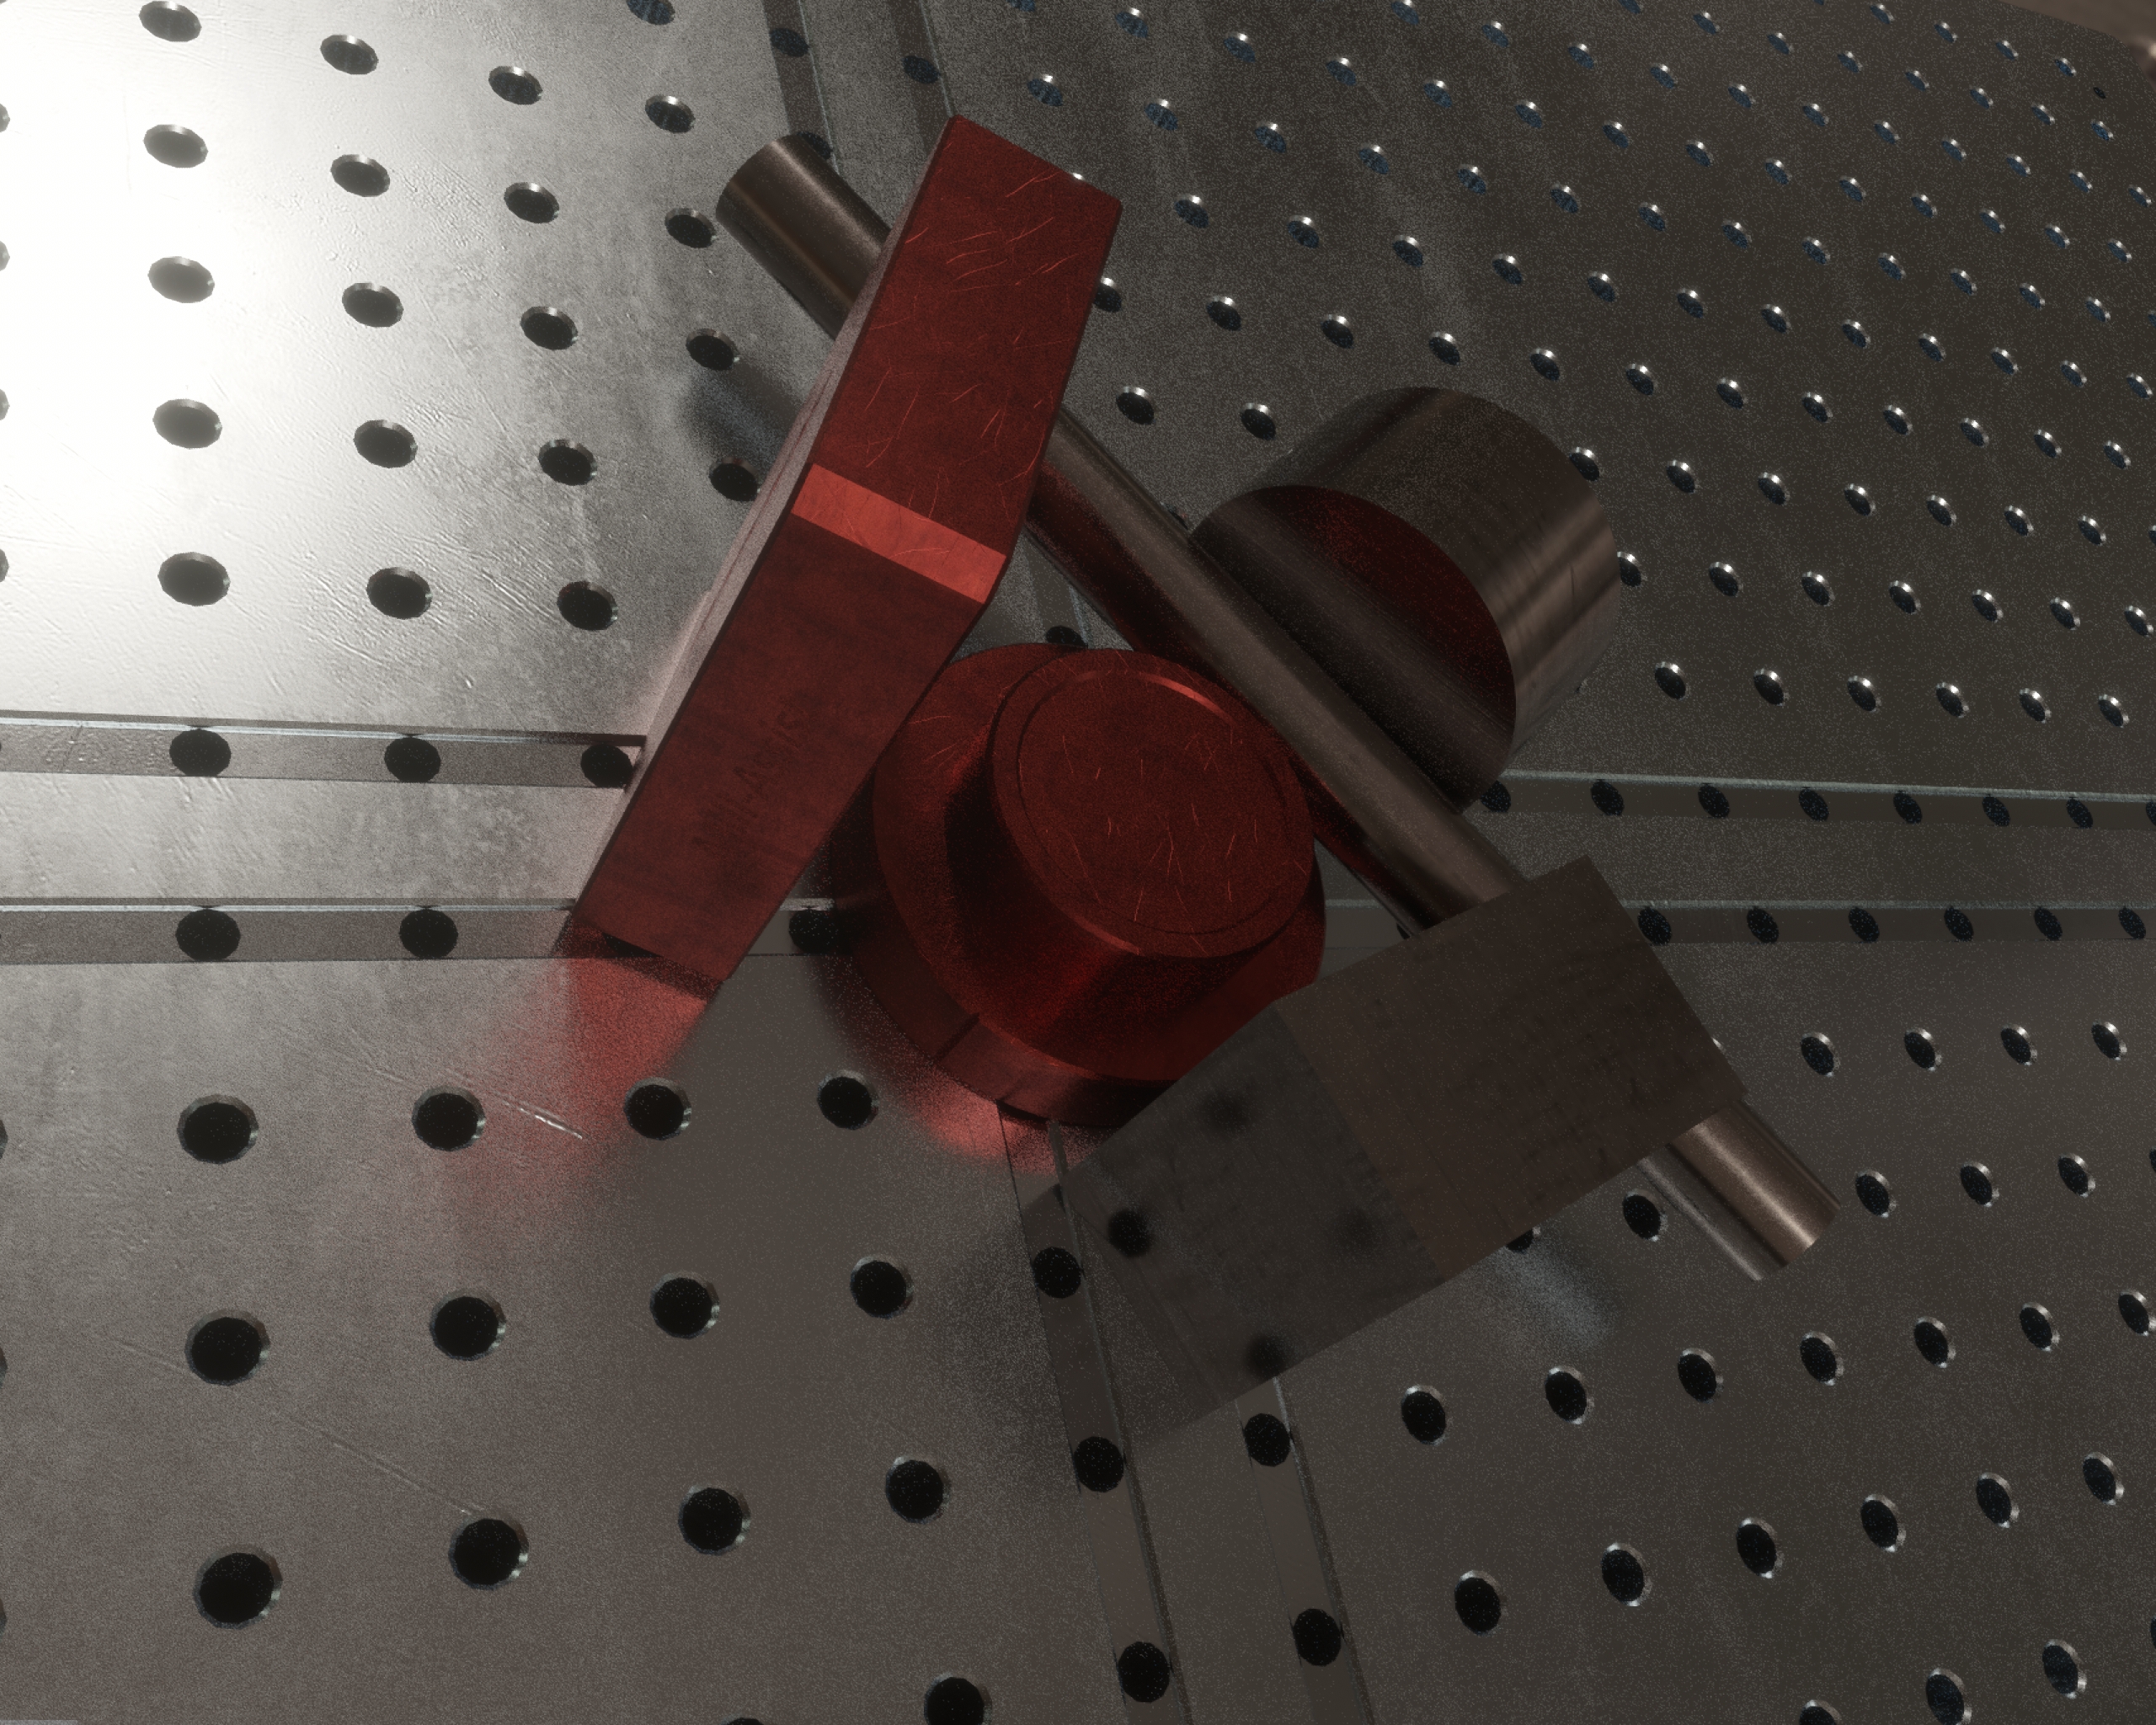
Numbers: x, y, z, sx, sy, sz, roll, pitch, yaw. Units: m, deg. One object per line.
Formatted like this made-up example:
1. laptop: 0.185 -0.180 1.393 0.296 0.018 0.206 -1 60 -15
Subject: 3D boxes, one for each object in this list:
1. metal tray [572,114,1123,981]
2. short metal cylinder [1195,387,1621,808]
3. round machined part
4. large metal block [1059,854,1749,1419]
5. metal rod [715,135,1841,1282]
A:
1. metal tray: -0.041 -0.047 0.349 0.030 0.129 0.090 25 53 -14
2. short metal cylinder: 0.067 -0.054 0.442 0.080 0.080 0.050 45 51 2
3. round machined part: 0.006 -0.002 0.403 0.099 0.042 0.098 14 56 -21
4. large metal block: 0.057 0.049 0.375 0.081 0.080 0.050 -21 73 -36
5. metal rod: 0.038 -0.033 0.423 0.300 0.025 0.025 46 51 4
